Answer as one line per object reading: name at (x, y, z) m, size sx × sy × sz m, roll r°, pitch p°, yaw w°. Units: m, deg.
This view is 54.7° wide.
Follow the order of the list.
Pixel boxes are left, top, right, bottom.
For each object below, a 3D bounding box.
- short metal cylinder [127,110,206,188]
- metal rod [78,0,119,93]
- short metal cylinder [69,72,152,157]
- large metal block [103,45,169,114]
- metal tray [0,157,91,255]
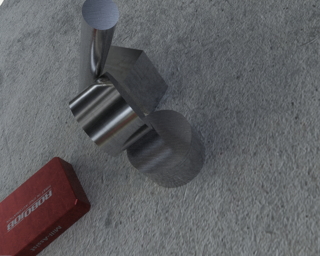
short metal cylinder at (0.008, 0.025, 0.368) m, size 0.080 × 0.050 × 0.080 m, roll -13°, pitch 56°, yaw 21°
metal rod at (-0.080, -0.063, 0.356) m, size 0.025 × 0.025 × 0.299 m, roll -59°, pitch 10°, yaw -14°
short metal cylinder at (-0.053, -0.015, 0.342) m, size 0.050 × 0.080 × 0.080 m, roll -38°, pitch 51°, yaw 4°
large metal block at (-0.047, -0.068, 0.435) m, size 0.080 × 0.080 × 0.050 m, roll 18°, pitch 72°, yaw 35°
metal tray at (-0.166, 0.112, 0.419) m, size 0.130 × 0.030 × 0.090 m, roll -40°, pitch 51°, yaw 0°
